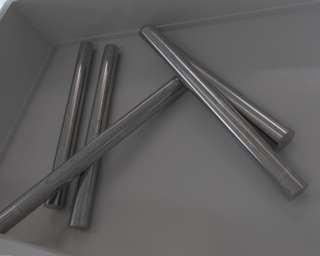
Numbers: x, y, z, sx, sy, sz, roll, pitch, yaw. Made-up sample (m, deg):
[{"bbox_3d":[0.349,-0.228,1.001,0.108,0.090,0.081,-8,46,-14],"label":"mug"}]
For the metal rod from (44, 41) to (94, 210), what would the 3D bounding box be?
[{"bbox_3d":[-0.139,-0.022,0.492,0.025,0.025,0.299,-12,57,22],"label":"metal rod"}]

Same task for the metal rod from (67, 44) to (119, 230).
[{"bbox_3d":[-0.092,-0.006,0.458,0.025,0.025,0.299,-10,57,23],"label":"metal rod"}]

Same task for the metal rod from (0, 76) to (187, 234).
[{"bbox_3d":[-0.082,0.027,0.404,0.301,0.025,0.025,-39,50,-10],"label":"metal rod"}]

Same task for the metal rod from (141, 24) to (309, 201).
[{"bbox_3d":[0.058,-0.040,0.378,0.025,0.025,0.300,-38,58,3],"label":"metal rod"}]

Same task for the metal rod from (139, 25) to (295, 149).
[{"bbox_3d":[0.055,-0.073,0.422,0.025,0.025,0.300,-42,51,-1],"label":"metal rod"}]
